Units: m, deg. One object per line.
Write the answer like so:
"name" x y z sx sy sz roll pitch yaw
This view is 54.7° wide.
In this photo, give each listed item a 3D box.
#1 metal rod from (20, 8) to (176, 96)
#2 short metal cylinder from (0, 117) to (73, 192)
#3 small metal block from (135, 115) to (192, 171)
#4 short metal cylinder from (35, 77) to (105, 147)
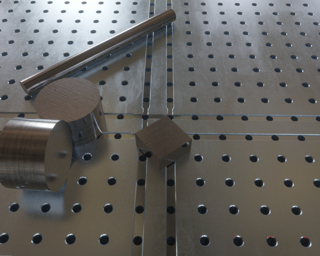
"metal rod" -0.088 -0.136 0.520 0.302 0.025 0.025 -36 59 -26
"short metal cylinder" -0.136 0.029 0.346 0.050 0.080 0.080 4 50 3
"small metal block" 0.004 0.018 0.392 0.050 0.025 0.050 -30 56 -23
"short metal cylinder" -0.116 -0.021 0.408 0.081 0.050 0.080 0 50 0
